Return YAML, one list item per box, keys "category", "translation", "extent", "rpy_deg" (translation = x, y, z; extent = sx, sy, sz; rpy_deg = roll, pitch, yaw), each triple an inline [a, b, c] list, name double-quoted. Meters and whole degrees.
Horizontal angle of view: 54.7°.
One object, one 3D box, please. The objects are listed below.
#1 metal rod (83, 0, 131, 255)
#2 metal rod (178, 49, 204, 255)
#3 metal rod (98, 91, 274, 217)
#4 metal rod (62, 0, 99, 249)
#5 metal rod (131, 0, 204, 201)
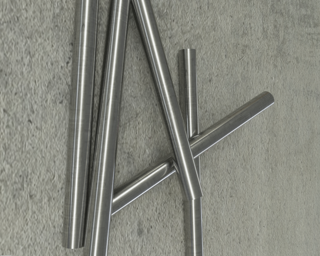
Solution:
- category: "metal rod"
  translation: [-0.057, -0.005, 0.341]
  extent: [0.025, 0.025, 0.299]
  rpy_deg: [12, 78, -40]
- category: "metal rod"
  translation: [0.045, 0.040, 0.441]
  extent: [0.025, 0.025, 0.298]
  rpy_deg: [-4, 93, -40]
- category: "metal rod"
  translation: [0.049, 0.024, 0.414]
  extent: [0.302, 0.025, 0.025]
  rpy_deg: [-31, 110, -26]
- category: "metal rod"
  translation: [-0.084, -0.025, 0.333]
  extent: [0.025, 0.025, 0.298]
  rpy_deg: [4, 87, -40]
- category: "metal rod"
  translation: [0.001, -0.061, 0.373]
  extent: [0.025, 0.025, 0.298]
  rpy_deg: [-15, 90, -39]
